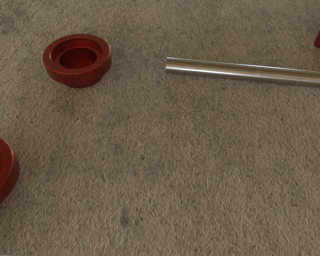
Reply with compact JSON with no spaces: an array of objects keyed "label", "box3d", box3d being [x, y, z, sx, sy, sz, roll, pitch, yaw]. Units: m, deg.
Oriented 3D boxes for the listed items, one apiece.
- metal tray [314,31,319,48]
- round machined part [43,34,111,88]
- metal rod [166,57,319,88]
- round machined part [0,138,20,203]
[{"label":"metal tray","box3d":[0.346,-0.143,0.524,0.091,0.030,0.130,-36,59,-27]},{"label":"round machined part","box3d":[-0.123,-0.098,0.473,0.099,0.042,0.098,0,50,0]},{"label":"metal rod","box3d":[0.160,-0.082,0.473,0.302,0.025,0.025,6,50,5]},{"label":"round machined part","box3d":[-0.206,0.057,0.342,0.099,0.042,0.098,0,50,0]}]
